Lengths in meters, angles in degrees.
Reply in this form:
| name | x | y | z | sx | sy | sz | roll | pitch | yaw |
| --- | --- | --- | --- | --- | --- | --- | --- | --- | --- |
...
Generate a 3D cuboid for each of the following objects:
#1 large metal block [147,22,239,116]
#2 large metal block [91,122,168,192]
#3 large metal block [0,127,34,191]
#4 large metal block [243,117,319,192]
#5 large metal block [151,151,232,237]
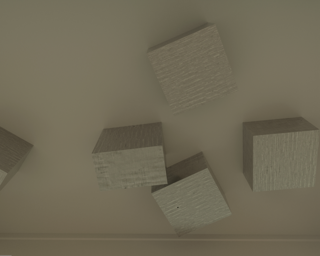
| name | x | y | z | sx | sy | sz | roll | pitch | yaw |
| --- | --- | --- | --- | --- | --- | --- | --- | --- | --- |
| large metal block | 0.038 | -0.071 | 0.372 | 0.080 | 0.050 | 0.080 | -22 | 109 | 7 |
| large metal block | -0.034 | 0.033 | 0.394 | 0.080 | 0.080 | 0.050 | -7 | 110 | 2 |
| large metal block | -0.223 | 0.036 | 0.392 | 0.080 | 0.080 | 0.050 | 33 | 107 | -12 |
| large metal block | 0.157 | 0.034 | 0.413 | 0.080 | 0.050 | 0.079 | -5 | 110 | 1 |
| large metal block | 0.043 | 0.092 | 0.433 | 0.080 | 0.050 | 0.080 | -26 | 108 | 9 |
